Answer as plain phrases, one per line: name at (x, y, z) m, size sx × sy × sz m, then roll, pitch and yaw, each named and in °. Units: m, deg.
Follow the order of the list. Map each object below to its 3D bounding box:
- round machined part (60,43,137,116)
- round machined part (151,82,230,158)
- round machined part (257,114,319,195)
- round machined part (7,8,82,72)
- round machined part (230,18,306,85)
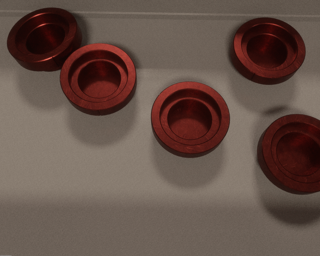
round machined part at (-0.081, -0.062, 0.421) m, size 0.099 × 0.042 × 0.098 m, roll 1°, pitch 72°, yaw -2°
round machined part at (0.038, -0.008, 0.404) m, size 0.099 × 0.042 × 0.098 m, roll 0°, pitch 70°, yaw -1°
round machined part at (0.171, 0.035, 0.390) m, size 0.099 × 0.042 × 0.098 m, roll 0°, pitch 70°, yaw -1°
round machined part at (-0.157, -0.119, 0.436) m, size 0.099 × 0.042 × 0.098 m, roll -3°, pitch 63°, yaw 6°
round machined part at (0.149, -0.104, 0.441) m, size 0.099 × 0.042 × 0.098 m, roll 0°, pitch 70°, yaw -1°
